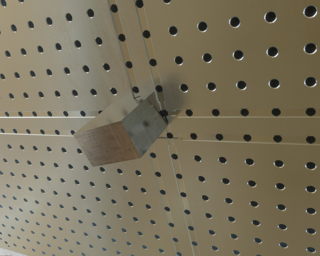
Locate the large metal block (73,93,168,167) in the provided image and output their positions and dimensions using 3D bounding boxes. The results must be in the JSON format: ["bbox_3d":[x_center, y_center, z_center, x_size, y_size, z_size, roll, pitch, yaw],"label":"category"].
[{"bbox_3d":[-0.048,0.002,0.401,0.080,0.080,0.050,-14,111,33],"label":"large metal block"}]
